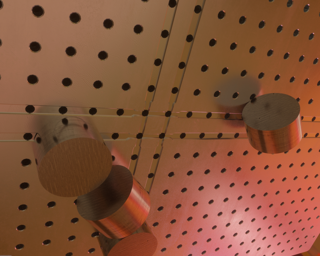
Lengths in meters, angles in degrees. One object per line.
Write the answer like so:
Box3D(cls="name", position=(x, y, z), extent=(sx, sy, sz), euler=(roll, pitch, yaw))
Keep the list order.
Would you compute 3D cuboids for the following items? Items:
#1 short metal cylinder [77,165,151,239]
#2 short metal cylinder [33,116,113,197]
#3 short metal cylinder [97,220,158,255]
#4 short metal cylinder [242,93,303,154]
Box3D(cls="short metal cylinder", position=(-0.060, 0.095, 0.403), extent=(0.080, 0.080, 0.050), euler=(-35, 129, -5))
Box3D(cls="short metal cylinder", position=(-0.102, 0.033, 0.361), extent=(0.081, 0.050, 0.079), euler=(-14, 125, -21))
Box3D(cls="short metal cylinder", position=(-0.051, 0.172, 0.475), extent=(0.081, 0.050, 0.079), euler=(-14, 125, -21))
Box3D(cls="short metal cylinder", position=(0.169, -0.008, 0.466), extent=(0.080, 0.080, 0.050), euler=(-33, 129, -7))
